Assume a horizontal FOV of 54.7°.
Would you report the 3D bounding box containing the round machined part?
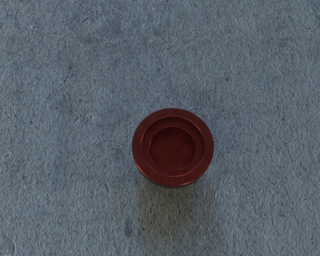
[{"bbox_3d":[0.015,0.027,0.390,0.099,0.042,0.098,0,70,-1],"label":"round machined part"}]
